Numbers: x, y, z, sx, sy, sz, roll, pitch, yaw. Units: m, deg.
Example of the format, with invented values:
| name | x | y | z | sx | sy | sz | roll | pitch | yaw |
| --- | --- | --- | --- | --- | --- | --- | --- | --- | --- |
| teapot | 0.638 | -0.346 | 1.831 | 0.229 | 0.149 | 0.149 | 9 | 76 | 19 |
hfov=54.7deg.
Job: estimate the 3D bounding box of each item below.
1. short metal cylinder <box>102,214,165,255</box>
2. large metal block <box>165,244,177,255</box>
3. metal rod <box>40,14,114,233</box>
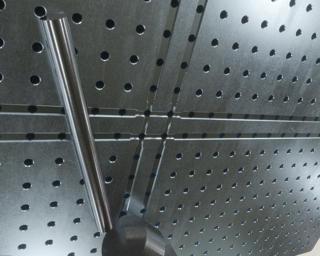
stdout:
| name | x | y | z | sx | sy | sz | roll | pitch | yaw |
| --- | --- | --- | --- | --- | --- | --- | --- | --- | --- |
| short metal cylinder | -0.040 | 0.178 | 0.464 | 0.080 | 0.080 | 0.050 | -42 | 129 | 1 |
| large metal block | -0.020 | 0.246 | 0.536 | 0.080 | 0.050 | 0.080 | 28 | 103 | -38 |
| metal rod | -0.090 | 0.020 | 0.373 | 0.025 | 0.025 | 0.298 | -17 | 126 | -19 |
